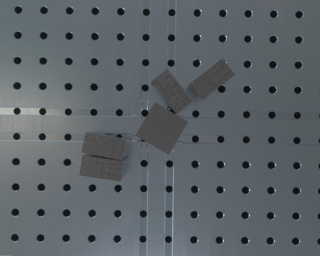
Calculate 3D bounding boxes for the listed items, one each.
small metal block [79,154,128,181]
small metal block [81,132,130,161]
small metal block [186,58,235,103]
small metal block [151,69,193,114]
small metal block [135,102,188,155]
[{"bbox_3d":[-0.071,0.049,0.400,0.050,0.050,0.025,8,90,0],"label":"small metal block"},{"bbox_3d":[-0.068,0.022,0.400,0.050,0.050,0.025,11,90,0],"label":"small metal block"},{"bbox_3d":[0.064,-0.060,0.401,0.050,0.050,0.025,-38,90,0],"label":"small metal block"},{"bbox_3d":[0.015,-0.045,0.401,0.025,0.050,0.050,-38,90,0],"label":"small metal block"},{"bbox_3d":[0.002,0.001,0.413,0.050,0.025,0.050,30,90,0],"label":"small metal block"}]
